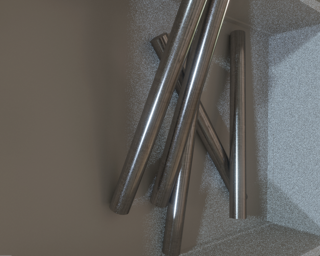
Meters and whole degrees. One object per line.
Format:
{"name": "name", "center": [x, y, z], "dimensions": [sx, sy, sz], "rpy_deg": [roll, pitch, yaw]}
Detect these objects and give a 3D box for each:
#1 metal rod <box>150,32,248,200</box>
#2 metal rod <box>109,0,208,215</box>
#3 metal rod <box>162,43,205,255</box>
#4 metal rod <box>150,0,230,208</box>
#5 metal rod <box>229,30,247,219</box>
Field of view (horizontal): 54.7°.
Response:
{"name": "metal rod", "center": [0.067, 0.000, 0.465], "dimensions": [0.025, 0.025, 0.299], "rpy_deg": [-45, 117, -31]}
{"name": "metal rod", "center": [0.002, -0.040, 0.337], "dimensions": [0.025, 0.025, 0.298], "rpy_deg": [9, 107, -40]}
{"name": "metal rod", "center": [0.034, 0.022, 0.415], "dimensions": [0.025, 0.025, 0.298], "rpy_deg": [5, 93, -40]}
{"name": "metal rod", "center": [0.035, -0.039, 0.365], "dimensions": [0.025, 0.025, 0.298], "rpy_deg": [-1, 114, -40]}
{"name": "metal rod", "center": [0.123, -0.012, 0.489], "dimensions": [0.025, 0.025, 0.299], "rpy_deg": [12, 75, -40]}
